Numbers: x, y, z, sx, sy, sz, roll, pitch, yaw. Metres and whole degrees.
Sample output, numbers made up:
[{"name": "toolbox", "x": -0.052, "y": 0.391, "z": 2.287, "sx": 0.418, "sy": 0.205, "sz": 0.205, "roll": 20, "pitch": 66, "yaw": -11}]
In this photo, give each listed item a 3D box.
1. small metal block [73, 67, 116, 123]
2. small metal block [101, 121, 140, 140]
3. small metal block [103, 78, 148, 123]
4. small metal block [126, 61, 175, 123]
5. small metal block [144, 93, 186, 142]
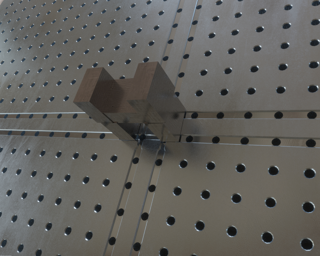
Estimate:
[{"name": "small metal block", "x": -0.075, "y": -0.040, "z": 0.389, "sx": 0.025, "sy": 0.050, "sz": 0.050, "roll": 1, "pitch": 62, "yaw": 29}, {"name": "small metal block", "x": -0.050, "y": -0.017, "z": 0.426, "sx": 0.025, "sy": 0.050, "sz": 0.050, "roll": 1, "pitch": 62, "yaw": 28}, {"name": "small metal block", "x": -0.036, "y": -0.034, "z": 0.383, "sx": 0.050, "sy": 0.025, "sz": 0.050, "roll": 1, "pitch": 62, "yaw": 28}, {"name": "small metal block", "x": -0.009, "y": -0.040, "z": 0.354, "sx": 0.025, "sy": 0.050, "sz": 0.050, "roll": 1, "pitch": 62, "yaw": 29}, {"name": "small metal block", "x": 0.008, "y": -0.016, "z": 0.396, "sx": 0.025, "sy": 0.050, "sz": 0.050, "roll": -1, "pitch": 62, "yaw": 28}]
